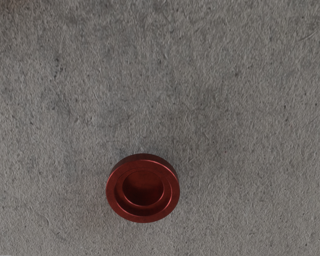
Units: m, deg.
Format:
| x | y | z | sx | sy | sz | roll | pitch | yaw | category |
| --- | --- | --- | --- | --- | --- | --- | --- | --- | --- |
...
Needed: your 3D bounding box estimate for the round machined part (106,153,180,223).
| x | y | z | sx | sy | sz | roll | pitch | yaw | category |
| --- | --- | --- | --- | --- | --- | --- | --- | --- | --- |
| -0.023 | 0.079 | 0.429 | 0.099 | 0.042 | 0.097 | 0 | 110 | 0 | round machined part |
